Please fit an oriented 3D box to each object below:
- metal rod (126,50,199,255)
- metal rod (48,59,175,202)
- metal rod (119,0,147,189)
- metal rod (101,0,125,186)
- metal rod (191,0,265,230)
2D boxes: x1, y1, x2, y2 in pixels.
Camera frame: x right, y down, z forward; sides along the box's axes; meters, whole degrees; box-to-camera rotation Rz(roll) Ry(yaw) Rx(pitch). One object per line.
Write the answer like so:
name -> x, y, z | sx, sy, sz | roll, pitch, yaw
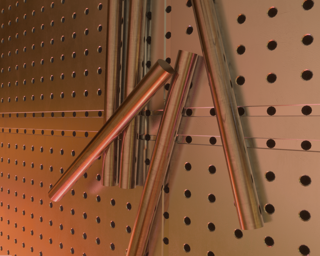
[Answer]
metal rod -> -0.001, 0.049, 0.408 | 0.025, 0.025, 0.298 | 23, 105, 37
metal rod -> -0.083, 0.019, 0.441 | 0.299, 0.025, 0.025 | -45, 63, 30
metal rod -> -0.037, -0.064, 0.437 | 0.025, 0.025, 0.298 | 6, 94, 39
metal rod -> -0.070, -0.063, 0.464 | 0.025, 0.025, 0.298 | 4, 92, 39
metal rod -> 0.070, -0.040, 0.349 | 0.025, 0.025, 0.298 | -17, 79, 38
